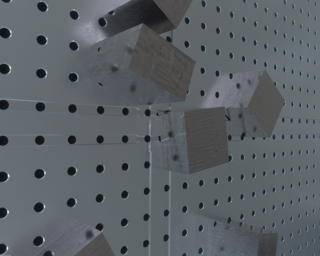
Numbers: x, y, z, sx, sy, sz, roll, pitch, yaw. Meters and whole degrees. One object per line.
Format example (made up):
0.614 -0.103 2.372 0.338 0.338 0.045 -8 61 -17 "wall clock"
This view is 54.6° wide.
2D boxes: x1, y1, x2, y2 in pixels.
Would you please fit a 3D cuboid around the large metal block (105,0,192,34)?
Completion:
-0.006 -0.155 0.367 0.050 0.080 0.080 41 65 -33 "large metal block"

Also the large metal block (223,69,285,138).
0.160 -0.040 0.525 0.080 0.050 0.080 45 63 -31 "large metal block"

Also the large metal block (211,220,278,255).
0.129 0.193 0.480 0.050 0.080 0.080 15 81 -39 "large metal block"

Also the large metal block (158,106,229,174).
0.048 0.014 0.432 0.081 0.050 0.080 -9 96 -40 "large metal block"

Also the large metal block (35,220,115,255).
-0.087 0.158 0.320 0.080 0.050 0.080 -35 112 -34 "large metal block"

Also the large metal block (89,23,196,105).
-0.020 -0.067 0.355 0.080 0.080 0.050 26 74 -37 "large metal block"
